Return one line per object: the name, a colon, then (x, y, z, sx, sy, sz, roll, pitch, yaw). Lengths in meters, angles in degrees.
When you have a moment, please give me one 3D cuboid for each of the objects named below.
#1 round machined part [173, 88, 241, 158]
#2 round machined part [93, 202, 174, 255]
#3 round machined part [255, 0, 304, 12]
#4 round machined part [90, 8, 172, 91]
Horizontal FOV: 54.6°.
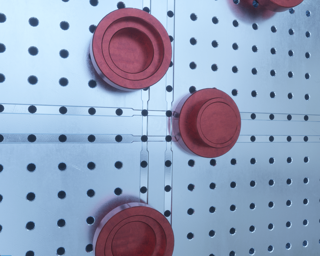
round machined part: (0.071, -0.007, 0.430, 0.099, 0.042, 0.097, 0, 90, -20)
round machined part: (-0.035, 0.142, 0.391, 0.099, 0.042, 0.097, 0, 90, -20)
round machined part: (0.173, -0.223, 0.466, 0.099, 0.042, 0.097, 0, 90, -20)
round machined part: (-0.038, -0.095, 0.389, 0.099, 0.042, 0.097, 0, 90, -20)
